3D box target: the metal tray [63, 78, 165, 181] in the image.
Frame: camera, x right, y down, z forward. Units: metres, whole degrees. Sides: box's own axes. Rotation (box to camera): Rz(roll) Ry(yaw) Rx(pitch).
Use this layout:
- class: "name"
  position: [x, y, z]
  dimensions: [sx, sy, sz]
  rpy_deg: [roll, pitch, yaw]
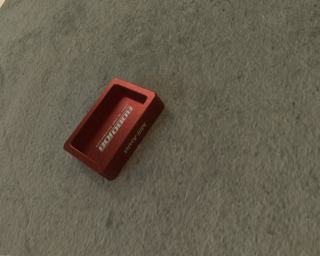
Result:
- class: "metal tray"
  position: [-0.065, -0.002, 0.437]
  dimensions: [0.090, 0.030, 0.130]
  rpy_deg: [25, 75, 37]
